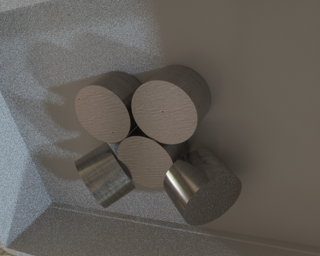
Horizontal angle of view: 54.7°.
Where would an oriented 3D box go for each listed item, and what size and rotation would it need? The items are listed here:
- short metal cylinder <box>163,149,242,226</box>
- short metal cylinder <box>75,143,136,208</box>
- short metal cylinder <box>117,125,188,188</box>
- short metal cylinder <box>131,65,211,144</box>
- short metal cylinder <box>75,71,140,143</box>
[{"bbox_3d":[0.052,0.072,0.379,0.050,0.081,0.079,51,143,46],"label":"short metal cylinder"},{"bbox_3d":[-0.077,0.067,0.444,0.050,0.080,0.080,-33,104,-7],"label":"short metal cylinder"},{"bbox_3d":[-0.009,0.033,0.412,0.080,0.050,0.079,13,124,20],"label":"short metal cylinder"},{"bbox_3d":[0.014,-0.028,0.365,0.080,0.050,0.079,13,124,20],"label":"short metal cylinder"},{"bbox_3d":[-0.062,-0.028,0.403,0.080,0.050,0.079,13,124,20],"label":"short metal cylinder"}]
